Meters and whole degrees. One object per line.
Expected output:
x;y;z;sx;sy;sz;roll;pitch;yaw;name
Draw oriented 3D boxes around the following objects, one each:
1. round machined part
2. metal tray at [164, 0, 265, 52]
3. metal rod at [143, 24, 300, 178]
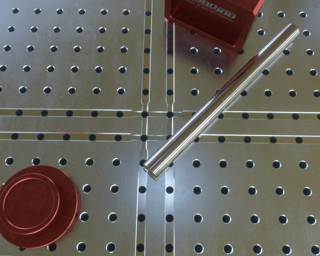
-0.148;0.091;0.368;0.099;0.042;0.098;0;70;0;round machined part
0.070;-0.169;0.439;0.130;0.090;0.030;28;73;10;metal tray
0.093;-0.046;0.428;0.025;0.025;0.301;43;75;14;metal rod
